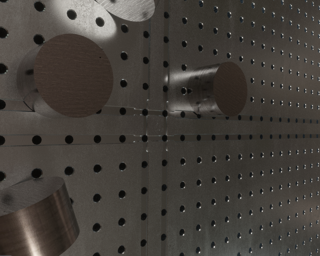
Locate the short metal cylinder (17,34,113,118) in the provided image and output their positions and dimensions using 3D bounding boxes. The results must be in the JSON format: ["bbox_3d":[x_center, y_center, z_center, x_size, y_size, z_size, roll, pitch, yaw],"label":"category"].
[{"bbox_3d":[-0.095,-0.050,0.314,0.081,0.050,0.079,0,90,-40],"label":"short metal cylinder"}]

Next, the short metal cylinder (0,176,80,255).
[{"bbox_3d":[-0.119,0.083,0.275,0.081,0.080,0.050,-22,105,-38],"label":"short metal cylinder"}]

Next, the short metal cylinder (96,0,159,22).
[{"bbox_3d":[-0.034,-0.167,0.346,0.080,0.080,0.050,34,69,-35],"label":"short metal cylinder"}]

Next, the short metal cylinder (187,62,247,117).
[{"bbox_3d":[0.087,-0.057,0.469,0.081,0.050,0.079,0,90,-40],"label":"short metal cylinder"}]
